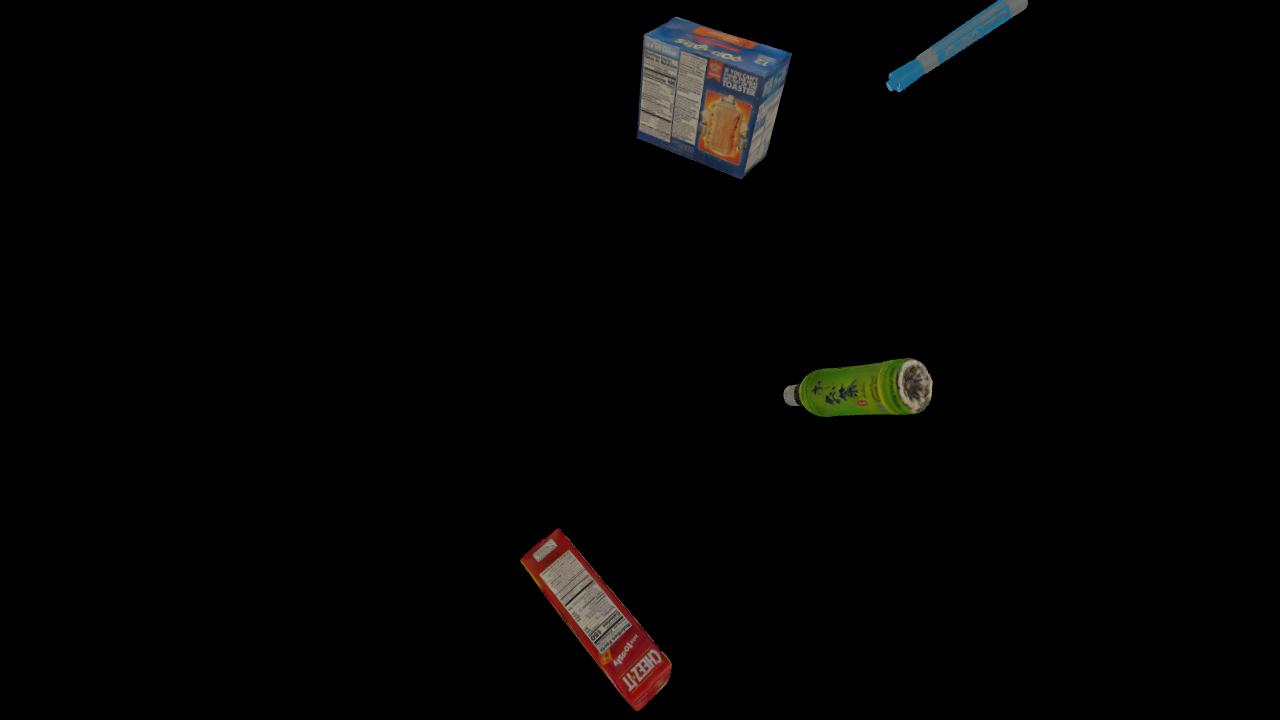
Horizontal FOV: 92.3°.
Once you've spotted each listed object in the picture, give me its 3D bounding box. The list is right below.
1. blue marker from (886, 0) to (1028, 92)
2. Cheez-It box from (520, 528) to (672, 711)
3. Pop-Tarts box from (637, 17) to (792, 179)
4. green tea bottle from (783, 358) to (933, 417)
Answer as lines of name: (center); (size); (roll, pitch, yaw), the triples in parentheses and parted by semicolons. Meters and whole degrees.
blue marker: (0.267, -0.270, 0.524); (0.121, 0.020, 0.020); (-32, -7, 12)
Cheez-It box: (-0.055, 0.345, 0.813); (0.071, 0.223, 0.166); (-37, -27, -19)
Pop-Tarts box: (0.090, -0.340, 0.800); (0.167, 0.141, 0.083); (27, 53, 17)
green tea bottle: (0.278, 0.043, 0.825); (0.073, 0.073, 0.212); (0, -8, -31)
